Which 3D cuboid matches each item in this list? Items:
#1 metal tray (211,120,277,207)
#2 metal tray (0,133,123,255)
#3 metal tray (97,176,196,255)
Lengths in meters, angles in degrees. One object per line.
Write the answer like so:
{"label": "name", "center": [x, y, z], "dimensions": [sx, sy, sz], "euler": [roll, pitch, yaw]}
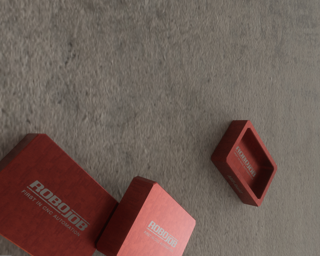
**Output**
{"label": "metal tray", "center": [0.148, 0.060, 0.528], "dimensions": [0.130, 0.030, 0.090], "euler": [51, 60, -28]}
{"label": "metal tray", "center": [-0.109, 0.079, 0.312], "dimensions": [0.130, 0.030, 0.090], "euler": [52, 60, -28]}
{"label": "metal tray", "center": [-0.009, 0.127, 0.376], "dimensions": [0.090, 0.030, 0.130], "euler": [-61, 139, -22]}
